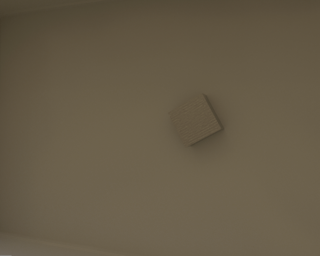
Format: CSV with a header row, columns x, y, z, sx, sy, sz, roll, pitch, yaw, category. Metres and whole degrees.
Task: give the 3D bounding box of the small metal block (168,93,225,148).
x,y,z,sx,sy,sz,roll,pitch,yaw,category
0.046,-0.009,0.395,0.050,0.025,0.050,-29,81,17,small metal block
